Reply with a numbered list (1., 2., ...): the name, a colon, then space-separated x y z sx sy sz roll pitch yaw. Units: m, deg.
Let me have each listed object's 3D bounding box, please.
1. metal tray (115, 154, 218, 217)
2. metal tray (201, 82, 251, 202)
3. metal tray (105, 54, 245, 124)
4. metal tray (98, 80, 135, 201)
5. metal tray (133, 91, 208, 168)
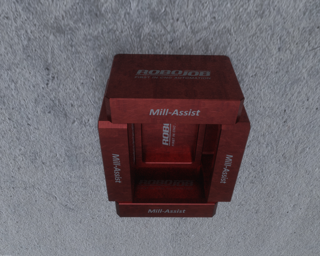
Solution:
1. metal tray: 0.008 0.078 0.432 0.131 0.090 0.030 1 130 -1
2. metal tray: 0.074 0.018 0.381 0.030 0.090 0.129 1 130 -1
3. metal tray: 0.014 -0.044 0.328 0.131 0.090 0.030 1 130 -1
4. metal tray: -0.048 0.016 0.379 0.030 0.090 0.129 1 130 -1
5. metal tray: 0.012 -0.003 0.403 0.091 0.030 0.129 0 130 -1
